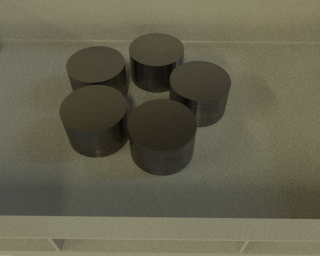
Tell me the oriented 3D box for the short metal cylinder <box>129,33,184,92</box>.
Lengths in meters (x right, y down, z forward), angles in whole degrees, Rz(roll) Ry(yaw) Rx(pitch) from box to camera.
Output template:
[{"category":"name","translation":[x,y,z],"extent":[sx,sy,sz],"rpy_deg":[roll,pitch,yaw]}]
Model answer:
[{"category":"short metal cylinder","translation":[-0.005,-0.100,0.470],"extent":[0.080,0.050,0.080],"rpy_deg":[0,50,0]}]

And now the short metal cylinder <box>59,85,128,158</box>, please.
[{"category":"short metal cylinder","translation":[-0.080,-0.009,0.393],"extent":[0.080,0.050,0.080],"rpy_deg":[0,50,0]}]

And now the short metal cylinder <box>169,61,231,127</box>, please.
[{"category":"short metal cylinder","translation":[0.053,-0.048,0.426],"extent":[0.080,0.050,0.080],"rpy_deg":[0,50,0]}]

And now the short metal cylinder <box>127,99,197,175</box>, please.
[{"category":"short metal cylinder","translation":[0.003,0.010,0.377],"extent":[0.080,0.050,0.080],"rpy_deg":[0,50,0]}]

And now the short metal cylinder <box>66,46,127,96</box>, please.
[{"category":"short metal cylinder","translation":[-0.089,-0.074,0.447],"extent":[0.080,0.050,0.080],"rpy_deg":[0,50,0]}]
